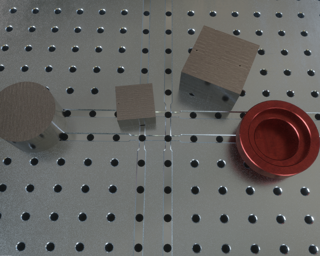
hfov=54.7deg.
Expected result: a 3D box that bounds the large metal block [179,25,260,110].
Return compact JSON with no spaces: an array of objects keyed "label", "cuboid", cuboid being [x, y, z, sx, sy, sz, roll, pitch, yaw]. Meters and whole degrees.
[{"label":"large metal block","cuboid":[0.080,-0.083,0.430,0.080,0.050,0.080,23,71,7]}]

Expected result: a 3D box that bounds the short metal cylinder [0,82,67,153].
[{"label":"short metal cylinder","cuboid":[-0.168,-0.013,0.401,0.081,0.050,0.080,0,70,-1]}]

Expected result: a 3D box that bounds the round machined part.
[{"label":"round machined part","cuboid":[0.147,0.017,0.398,0.099,0.042,0.098,0,70,-1]}]

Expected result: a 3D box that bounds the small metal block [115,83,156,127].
[{"label":"small metal block","cuboid":[-0.033,-0.031,0.423,0.050,0.025,0.050,-5,70,-3]}]
